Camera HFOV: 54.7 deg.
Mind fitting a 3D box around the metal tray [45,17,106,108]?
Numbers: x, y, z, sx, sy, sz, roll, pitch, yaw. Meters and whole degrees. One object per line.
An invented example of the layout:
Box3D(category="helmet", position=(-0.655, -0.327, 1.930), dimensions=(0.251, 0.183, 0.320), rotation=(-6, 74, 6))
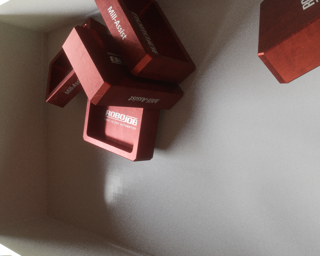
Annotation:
Box3D(category="metal tray", position=(-0.136, -0.102, 0.496), dimensions=(0.130, 0.030, 0.090), rotation=(-33, 49, 35))

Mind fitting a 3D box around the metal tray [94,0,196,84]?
Box3D(category="metal tray", position=(-0.019, -0.118, 0.379), dimensions=(0.030, 0.091, 0.130), rotation=(-41, 66, 33))

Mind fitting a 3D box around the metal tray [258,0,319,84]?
Box3D(category="metal tray", position=(0.125, -0.097, 0.243), dimensions=(0.090, 0.130, 0.030), rotation=(-32, 112, 35))

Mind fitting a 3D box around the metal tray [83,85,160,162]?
Box3D(category="metal tray", position=(-0.059, -0.012, 0.444), dimensions=(0.130, 0.030, 0.089), rotation=(16, 100, 44))

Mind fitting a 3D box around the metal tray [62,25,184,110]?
Box3D(category="metal tray", position=(-0.039, -0.068, 0.371), dimensions=(0.030, 0.131, 0.090), rotation=(-45, 63, 31))
